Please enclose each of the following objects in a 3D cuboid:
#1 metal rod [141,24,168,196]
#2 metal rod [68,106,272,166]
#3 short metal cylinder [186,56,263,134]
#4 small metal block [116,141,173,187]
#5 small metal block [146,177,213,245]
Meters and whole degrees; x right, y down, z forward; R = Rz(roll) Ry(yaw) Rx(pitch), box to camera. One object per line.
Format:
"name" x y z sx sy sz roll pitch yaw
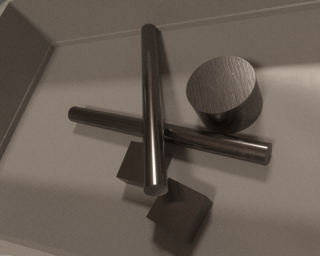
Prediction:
"metal rod" -0.011 -0.049 0.415 0.025 0.025 0.300 -19 47 17
"metal rod" -0.010 0.003 0.407 0.300 0.025 0.025 11 68 32
"short metal cylinder" 0.078 -0.039 0.372 0.080 0.050 0.080 -13 56 20
"small metal block" -0.019 0.047 0.386 0.050 0.025 0.050 8 65 31
"small metal block" 0.022 0.090 0.338 0.050 0.025 0.050 21 73 35
